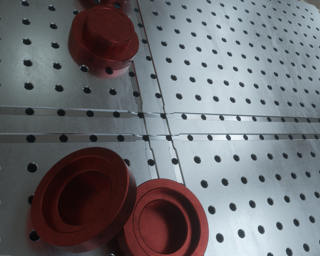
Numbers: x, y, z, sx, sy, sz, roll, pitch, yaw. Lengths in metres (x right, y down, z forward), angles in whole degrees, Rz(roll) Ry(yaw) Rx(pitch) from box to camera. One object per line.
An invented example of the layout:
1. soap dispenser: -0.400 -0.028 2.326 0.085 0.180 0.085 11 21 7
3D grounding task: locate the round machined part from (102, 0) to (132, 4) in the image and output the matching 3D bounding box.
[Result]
1. round machined part: -0.078 -0.242 0.505 0.099 0.042 0.098 14 56 -21

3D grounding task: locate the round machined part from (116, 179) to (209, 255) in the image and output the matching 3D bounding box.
1. round machined part: 0.000 0.108 0.333 0.099 0.042 0.098 14 56 -21

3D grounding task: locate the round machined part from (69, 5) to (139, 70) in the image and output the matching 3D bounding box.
1. round machined part: -0.075 -0.134 0.440 0.099 0.042 0.098 14 56 -21

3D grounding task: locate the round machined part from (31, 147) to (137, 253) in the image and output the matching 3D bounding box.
1. round machined part: -0.068 0.070 0.297 0.098 0.042 0.098 -11 50 14
